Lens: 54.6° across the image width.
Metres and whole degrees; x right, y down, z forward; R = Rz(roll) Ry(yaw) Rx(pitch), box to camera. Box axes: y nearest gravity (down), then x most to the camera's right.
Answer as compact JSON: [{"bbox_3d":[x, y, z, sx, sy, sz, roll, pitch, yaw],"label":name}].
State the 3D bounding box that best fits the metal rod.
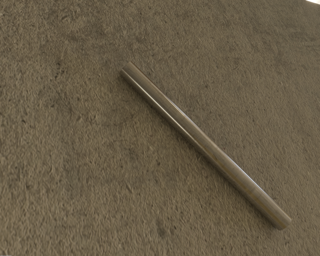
[{"bbox_3d":[0.059,0.022,0.421,0.300,0.025,0.025,45,51,3],"label":"metal rod"}]
